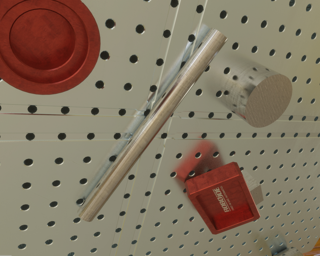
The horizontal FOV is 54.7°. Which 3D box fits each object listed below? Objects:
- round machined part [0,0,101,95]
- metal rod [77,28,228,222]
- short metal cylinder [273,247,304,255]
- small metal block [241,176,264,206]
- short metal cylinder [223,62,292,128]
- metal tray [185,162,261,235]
[{"bbox_3d":[-0.109,-0.084,0.289,0.099,0.042,0.097,-14,124,-21],"label":"round machined part"},{"bbox_3d":[-0.015,0.003,0.404,0.025,0.025,0.299,29,102,-38],"label":"metal rod"},{"bbox_3d":[0.324,0.343,0.765,0.050,0.080,0.079,-19,126,-17],"label":"short metal cylinder"},{"bbox_3d":[0.162,0.126,0.578,0.050,0.025,0.050,-31,129,-9],"label":"small metal block"},{"bbox_3d":[0.139,-0.047,0.442,0.081,0.050,0.079,-14,124,-21],"label":"short metal cylinder"},{"bbox_3d":[0.107,0.122,0.520,0.090,0.030,0.130,-24,127,9],"label":"metal tray"}]
